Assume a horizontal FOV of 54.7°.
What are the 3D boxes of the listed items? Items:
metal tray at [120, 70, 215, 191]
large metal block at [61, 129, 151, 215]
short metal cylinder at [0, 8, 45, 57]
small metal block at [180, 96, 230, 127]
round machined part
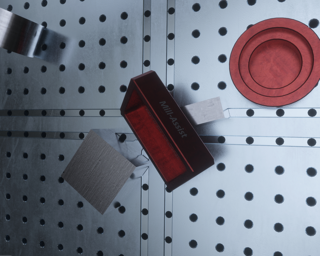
[{"bbox_3d":[0.003,0.006,0.378,0.030,0.090,0.130,-28,78,-25],"label":"metal tray"},{"bbox_3d":[-0.073,0.057,0.425,0.080,0.050,0.080,38,102,16],"label":"large metal block"},{"bbox_3d":[-0.221,-0.145,0.461,0.080,0.080,0.050,26,99,18],"label":"short metal cylinder"},{"bbox_3d":[0.055,-0.018,0.380,0.050,0.050,0.025,-15,85,19],"label":"small metal block"},{"bbox_3d":[0.132,-0.072,0.357,0.098,0.042,0.097,0,90,20],"label":"round machined part"}]
